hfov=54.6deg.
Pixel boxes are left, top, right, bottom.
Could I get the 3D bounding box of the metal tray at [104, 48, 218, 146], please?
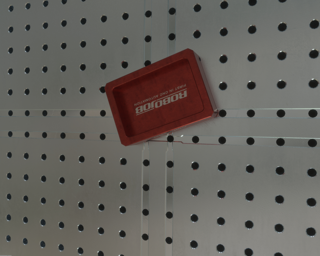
[{"bbox_3d":[-0.001,-0.037,0.410,0.130,0.030,0.090,-20,84,19],"label":"metal tray"}]
